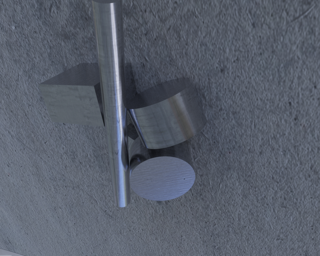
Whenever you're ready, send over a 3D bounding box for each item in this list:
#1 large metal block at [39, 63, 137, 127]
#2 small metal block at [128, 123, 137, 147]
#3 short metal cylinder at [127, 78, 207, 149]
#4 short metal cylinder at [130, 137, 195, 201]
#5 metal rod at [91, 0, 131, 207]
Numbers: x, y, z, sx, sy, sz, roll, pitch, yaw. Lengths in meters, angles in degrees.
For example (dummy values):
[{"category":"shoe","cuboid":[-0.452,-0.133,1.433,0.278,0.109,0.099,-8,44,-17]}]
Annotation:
[{"category":"large metal block","cuboid":[-0.086,-0.045,0.389,0.080,0.080,0.050,5,121,26]},{"category":"small metal block","cuboid":[-0.036,0.030,0.444,0.050,0.025,0.050,34,129,6]},{"category":"short metal cylinder","cuboid":[0.007,-0.018,0.356,0.080,0.080,0.050,-10,114,32]},{"category":"short metal cylinder","cuboid":[0.001,0.048,0.399,0.081,0.050,0.079,-3,128,-3]},{"category":"metal rod","cuboid":[-0.049,0.001,0.352,0.025,0.025,0.298,20,137,16]}]
